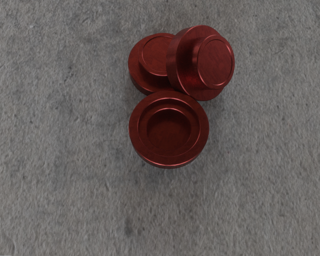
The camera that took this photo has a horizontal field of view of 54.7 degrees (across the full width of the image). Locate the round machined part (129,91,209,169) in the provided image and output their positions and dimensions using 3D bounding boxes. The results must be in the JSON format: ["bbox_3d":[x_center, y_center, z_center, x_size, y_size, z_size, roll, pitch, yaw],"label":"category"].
[{"bbox_3d":[0.011,0.005,0.397,0.099,0.042,0.098,0,71,0],"label":"round machined part"}]

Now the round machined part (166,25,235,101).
[{"bbox_3d":[0.059,-0.084,0.401,0.099,0.042,0.097,-5,98,-37],"label":"round machined part"}]

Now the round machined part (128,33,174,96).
[{"bbox_3d":[0.005,-0.093,0.433,0.099,0.042,0.098,0,70,-1],"label":"round machined part"}]
